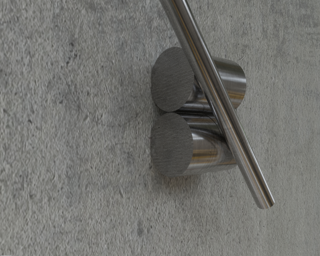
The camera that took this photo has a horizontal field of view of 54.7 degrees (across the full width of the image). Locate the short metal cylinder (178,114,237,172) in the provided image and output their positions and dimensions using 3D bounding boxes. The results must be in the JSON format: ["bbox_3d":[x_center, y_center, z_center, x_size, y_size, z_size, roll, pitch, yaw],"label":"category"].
[{"bbox_3d":[0.070,0.021,0.430,0.050,0.080,0.080,1,90,-40],"label":"short metal cylinder"}]

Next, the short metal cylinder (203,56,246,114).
[{"bbox_3d":[0.071,-0.059,0.430,0.050,0.080,0.080,1,90,-40],"label":"short metal cylinder"}]

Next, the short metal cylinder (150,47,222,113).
[{"bbox_3d":[0.032,-0.059,0.398,0.050,0.080,0.080,1,90,-40],"label":"short metal cylinder"}]

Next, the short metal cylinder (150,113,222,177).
[{"bbox_3d":[0.031,0.021,0.397,0.050,0.080,0.080,1,90,-40],"label":"short metal cylinder"}]

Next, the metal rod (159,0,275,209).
[{"bbox_3d":[0.076,-0.018,0.366,0.025,0.025,0.299,-44,117,-31],"label":"metal rod"}]
